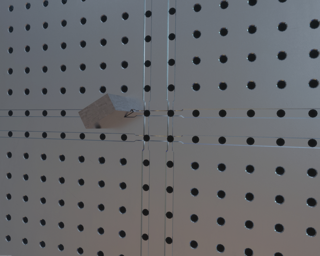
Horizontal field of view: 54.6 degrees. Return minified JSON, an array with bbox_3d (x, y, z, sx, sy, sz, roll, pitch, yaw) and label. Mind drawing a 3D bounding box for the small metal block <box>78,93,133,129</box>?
[{"bbox_3d":[-0.074,-0.022,0.426,0.050,0.050,0.025,-30,80,18],"label":"small metal block"}]
